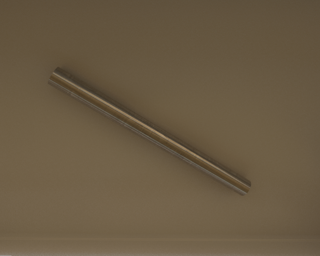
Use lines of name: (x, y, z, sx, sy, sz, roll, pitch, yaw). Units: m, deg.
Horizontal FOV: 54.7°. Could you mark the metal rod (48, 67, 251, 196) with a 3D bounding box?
metal rod: (-0.005, 0.010, 0.413, 0.301, 0.025, 0.025, 31, 107, -11)
